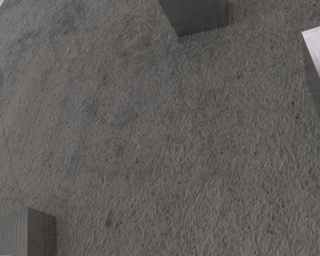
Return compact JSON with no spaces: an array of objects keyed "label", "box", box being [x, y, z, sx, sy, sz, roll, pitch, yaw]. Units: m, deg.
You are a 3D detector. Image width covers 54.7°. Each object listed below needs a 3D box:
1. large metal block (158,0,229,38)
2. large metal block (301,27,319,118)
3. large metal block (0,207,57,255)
[{"label":"large metal block","box":[0.051,-0.188,0.457,0.080,0.080,0.050,-6,59,25]},{"label":"large metal block","box":[0.179,-0.047,0.303,0.050,0.080,0.080,-15,56,20]},{"label":"large metal block","box":[-0.178,0.157,0.385,0.080,0.050,0.080,-26,53,12]}]
